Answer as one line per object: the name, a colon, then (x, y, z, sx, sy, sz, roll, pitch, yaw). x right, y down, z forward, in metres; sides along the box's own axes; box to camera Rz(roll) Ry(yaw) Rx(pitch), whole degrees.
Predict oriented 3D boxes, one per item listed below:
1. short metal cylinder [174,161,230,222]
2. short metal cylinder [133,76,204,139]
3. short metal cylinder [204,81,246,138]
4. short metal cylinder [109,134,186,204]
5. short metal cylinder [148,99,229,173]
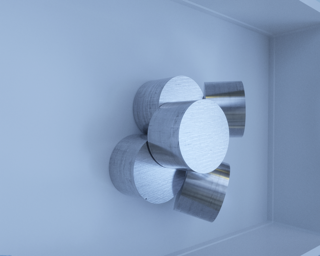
short metal cylinder: (0.054, 0.077, 0.408, 0.050, 0.080, 0.080, 18, 75, 3)
short metal cylinder: (0.013, -0.025, 0.401, 0.081, 0.050, 0.079, 0, 90, -40)
short metal cylinder: (0.089, -0.026, 0.438, 0.080, 0.050, 0.079, -3, 92, -84)
short metal cylinder: (-0.014, 0.048, 0.379, 0.081, 0.050, 0.079, 0, 90, -40)
short metal cylinder: (0.033, 0.009, 0.351, 0.081, 0.050, 0.079, 0, 90, -40)
